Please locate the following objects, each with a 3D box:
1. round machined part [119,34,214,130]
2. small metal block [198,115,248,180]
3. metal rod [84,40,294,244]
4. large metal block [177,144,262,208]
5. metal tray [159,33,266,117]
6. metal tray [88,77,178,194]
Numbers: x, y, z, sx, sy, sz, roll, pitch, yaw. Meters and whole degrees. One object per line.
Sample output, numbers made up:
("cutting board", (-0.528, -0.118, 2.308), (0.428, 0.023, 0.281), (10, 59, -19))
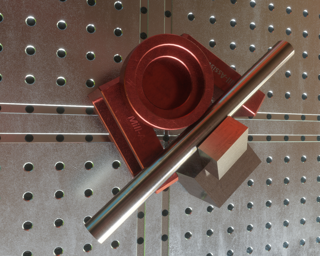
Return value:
("round machined part", (0.005, -0.047, 0.333), (0.099, 0.042, 0.097), (0, 90, -21))
("small metal block", (0.070, 0.023, 0.339), (0.025, 0.050, 0.050), (37, 73, 29))
("metal rod", (0.044, 0.003, 0.334), (0.301, 0.025, 0.025), (-42, 104, -15))
("large metal block", (0.069, 0.049, 0.407), (0.080, 0.080, 0.050), (-43, 104, -15))
("metal tray", (0.058, -0.061, 0.400), (0.130, 0.090, 0.030), (33, 80, -18))
("metal tray", (-0.035, 0.008, 0.366), (0.030, 0.090, 0.129), (-31, 101, -18))
